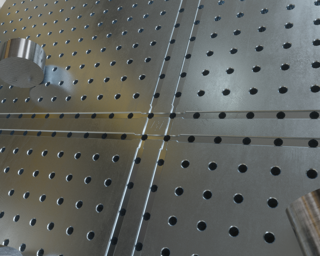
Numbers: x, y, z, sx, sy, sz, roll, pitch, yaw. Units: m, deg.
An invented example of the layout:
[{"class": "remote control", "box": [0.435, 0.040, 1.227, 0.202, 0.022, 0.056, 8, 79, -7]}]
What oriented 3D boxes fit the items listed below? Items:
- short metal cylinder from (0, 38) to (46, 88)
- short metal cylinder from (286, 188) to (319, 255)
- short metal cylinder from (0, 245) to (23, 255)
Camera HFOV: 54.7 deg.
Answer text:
[{"class": "short metal cylinder", "box": [-0.259, -0.121, 0.584, 0.080, 0.080, 0.050, -20, 54, 16]}, {"class": "short metal cylinder", "box": [0.150, 0.080, 0.245, 0.080, 0.080, 0.050, -22, 54, 15]}, {"class": "short metal cylinder", "box": [-0.214, 0.181, 0.374, 0.050, 0.080, 0.080, -1, 61, 28]}]
